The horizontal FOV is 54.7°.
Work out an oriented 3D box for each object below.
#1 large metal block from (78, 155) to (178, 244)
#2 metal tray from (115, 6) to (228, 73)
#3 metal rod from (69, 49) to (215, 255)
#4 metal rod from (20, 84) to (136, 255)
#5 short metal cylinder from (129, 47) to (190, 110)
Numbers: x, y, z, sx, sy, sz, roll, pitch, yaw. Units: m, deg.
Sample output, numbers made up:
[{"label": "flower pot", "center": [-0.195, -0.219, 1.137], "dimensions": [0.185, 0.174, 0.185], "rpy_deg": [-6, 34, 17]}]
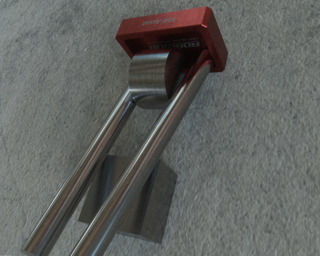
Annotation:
[{"label": "large metal block", "center": [-0.034, 0.079, 0.355], "dimensions": [0.080, 0.050, 0.080], "rpy_deg": [2, 63, 28]}, {"label": "metal tray", "center": [0.017, -0.112, 0.422], "dimensions": [0.130, 0.090, 0.030], "rpy_deg": [2, 63, 29]}, {"label": "metal rod", "center": [-0.002, 0.011, 0.339], "dimensions": [0.025, 0.025, 0.301], "rpy_deg": [9, 51, 32]}, {"label": "metal rod", "center": [-0.064, 0.009, 0.373], "dimensions": [0.025, 0.025, 0.301], "rpy_deg": [2, 47, 29]}, {"label": "short metal cylinder", "center": [0.002, -0.064, 0.408], "dimensions": [0.050, 0.080, 0.080], "rpy_deg": [2, 63, 28]}]
